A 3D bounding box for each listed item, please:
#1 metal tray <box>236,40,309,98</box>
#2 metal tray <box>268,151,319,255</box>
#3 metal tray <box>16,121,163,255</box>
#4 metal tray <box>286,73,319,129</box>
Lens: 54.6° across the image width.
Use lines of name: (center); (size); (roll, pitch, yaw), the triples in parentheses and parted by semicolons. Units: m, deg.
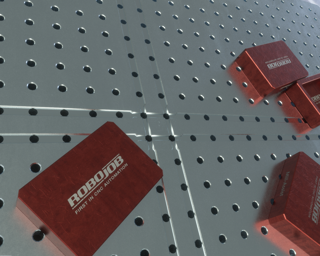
metal tray: (0.216, -0.116, 0.591); (0.131, 0.030, 0.090); (-21, 73, -36)
metal tray: (0.218, 0.109, 0.455); (0.090, 0.030, 0.130); (38, 51, -3)
metal tray: (-0.068, 0.062, 0.330); (0.090, 0.030, 0.131); (44, 51, 2)
metal tray: (0.316, -0.059, 0.609); (0.131, 0.030, 0.090); (-19, 72, -35)
